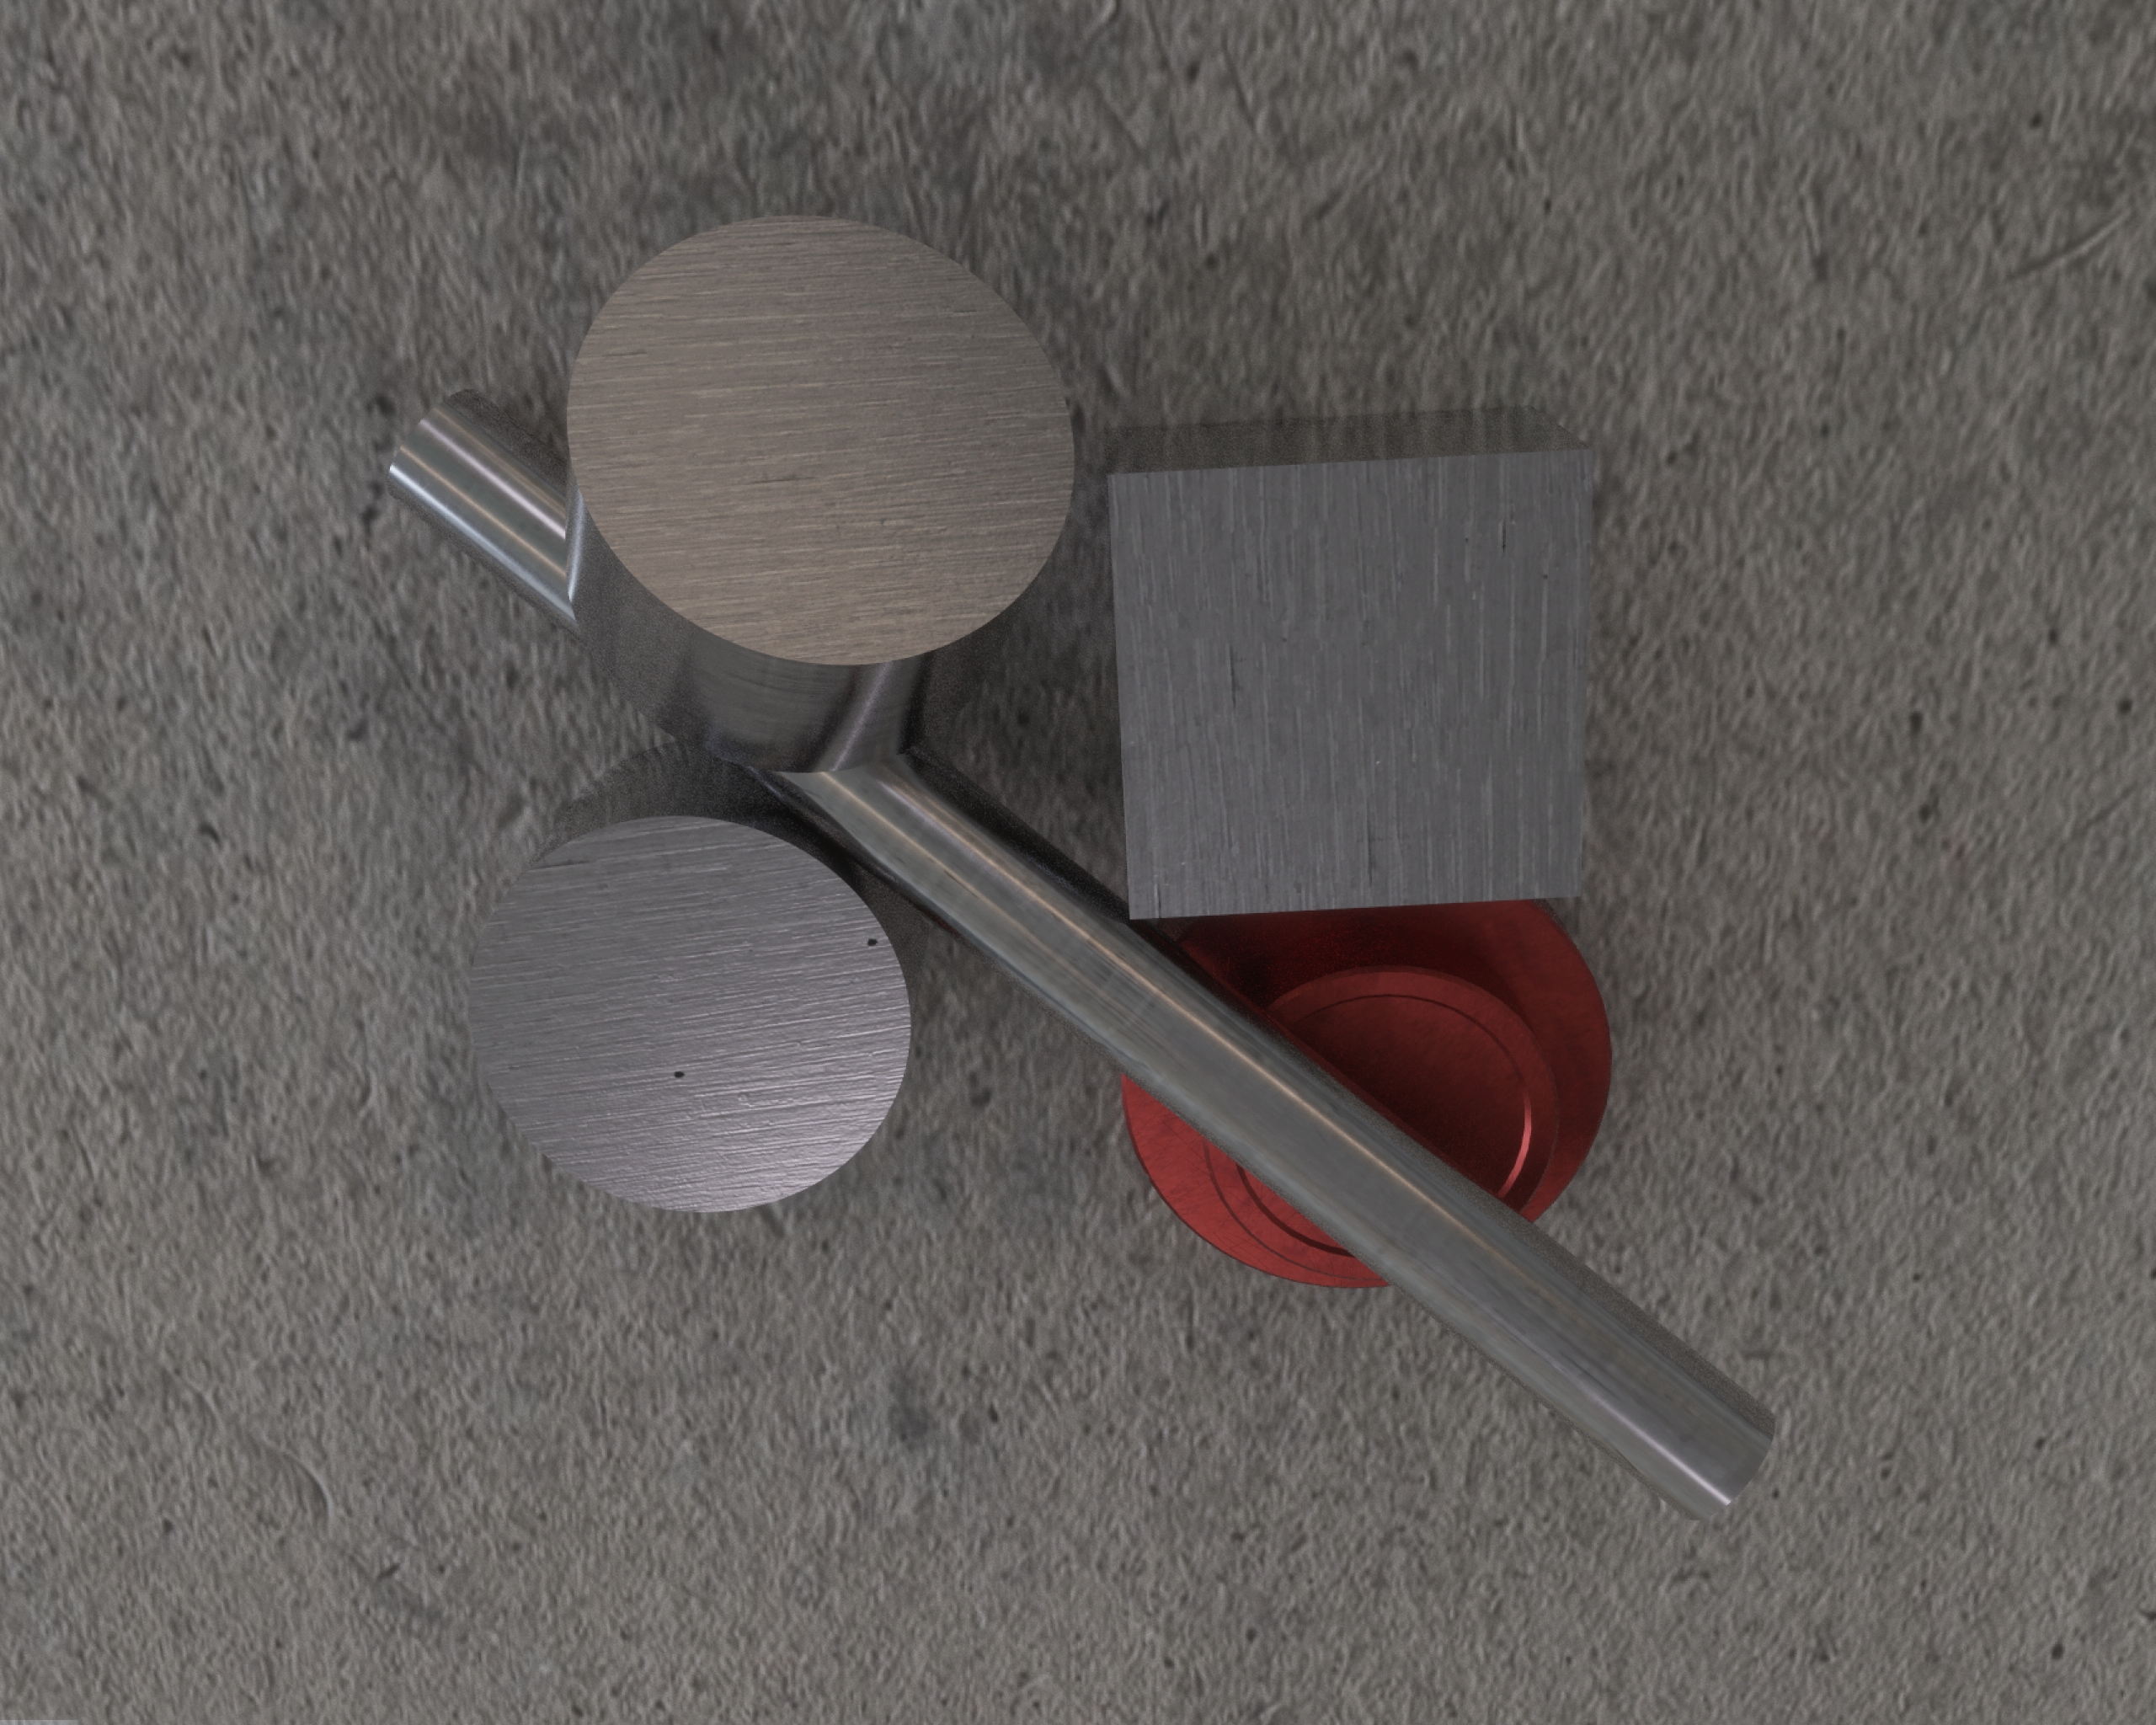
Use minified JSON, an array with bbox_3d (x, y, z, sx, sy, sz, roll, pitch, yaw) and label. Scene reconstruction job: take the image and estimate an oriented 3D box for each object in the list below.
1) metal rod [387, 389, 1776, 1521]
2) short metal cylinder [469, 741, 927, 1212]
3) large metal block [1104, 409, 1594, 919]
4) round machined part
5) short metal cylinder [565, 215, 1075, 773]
[{"bbox_3d":[0.000,0.016,0.381,0.300,0.025,0.025,38,106,0],"label":"metal rod"},{"bbox_3d":[-0.071,0.020,0.405,0.081,0.050,0.079,0,110,0],"label":"short metal cylinder"},{"bbox_3d":[0.047,-0.038,0.382,0.080,0.050,0.079,-3,110,1],"label":"large metal block"},{"bbox_3d":[0.058,0.044,0.418,0.099,0.042,0.097,0,110,0],"label":"round machined part"},{"bbox_3d":[-0.046,-0.061,0.355,0.081,0.050,0.080,4,72,-13],"label":"short metal cylinder"}]
